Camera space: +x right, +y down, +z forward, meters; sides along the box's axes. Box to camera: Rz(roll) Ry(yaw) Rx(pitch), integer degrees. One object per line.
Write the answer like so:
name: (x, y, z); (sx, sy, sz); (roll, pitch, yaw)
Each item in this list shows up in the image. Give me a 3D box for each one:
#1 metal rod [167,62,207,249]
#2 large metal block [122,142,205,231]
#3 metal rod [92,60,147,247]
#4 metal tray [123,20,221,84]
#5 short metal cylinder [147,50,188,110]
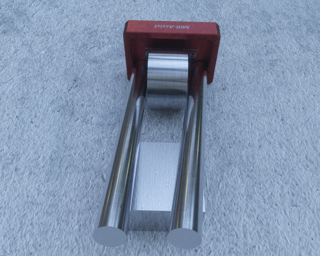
metal rod: (0.039, -0.004, 0.348); (0.025, 0.025, 0.301); (7, 35, 5)
large metal block: (0.003, 0.062, 0.333); (0.081, 0.050, 0.080); (1, 50, 1)
metal rod: (-0.032, -0.006, 0.350); (0.025, 0.025, 0.300); (2, 35, 1)
metal tray: (0.016, -0.109, 0.454); (0.131, 0.089, 0.030); (2, 50, 1)
short metal cylinder: (0.010, -0.065, 0.425); (0.050, 0.080, 0.080); (2, 50, 1)
